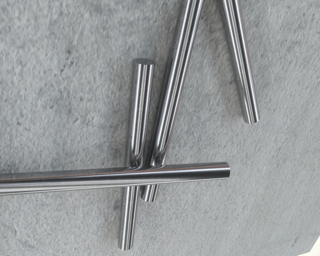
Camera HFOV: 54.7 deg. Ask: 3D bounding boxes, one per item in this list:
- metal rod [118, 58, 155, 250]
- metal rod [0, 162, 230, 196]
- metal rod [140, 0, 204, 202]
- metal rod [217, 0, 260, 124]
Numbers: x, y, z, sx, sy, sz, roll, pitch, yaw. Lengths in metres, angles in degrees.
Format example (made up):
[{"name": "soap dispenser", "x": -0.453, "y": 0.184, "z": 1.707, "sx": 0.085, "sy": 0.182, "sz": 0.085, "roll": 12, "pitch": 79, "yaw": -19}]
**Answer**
[{"name": "metal rod", "x": -0.036, "y": 0.054, "z": 0.421, "sx": 0.025, "sy": 0.025, "sz": 0.298, "roll": -7, "pitch": 122, "yaw": -25}, {"name": "metal rod", "x": -0.051, "y": 0.062, "z": 0.389, "sx": 0.303, "sy": 0.025, "sz": 0.025, "roll": -1, "pitch": 119, "yaw": -19}, {"name": "metal rod", "x": 0.012, "y": -0.028, "z": 0.397, "sx": 0.025, "sy": 0.025, "sz": 0.298, "roll": -3, "pitch": 120, "yaw": -28}, {"name": "metal rod", "x": 0.092, "y": -0.121, "z": 0.383, "sx": 0.025, "sy": 0.025, "sz": 0.299, "roll": -32, "pitch": 129, "yaw": -8}]
